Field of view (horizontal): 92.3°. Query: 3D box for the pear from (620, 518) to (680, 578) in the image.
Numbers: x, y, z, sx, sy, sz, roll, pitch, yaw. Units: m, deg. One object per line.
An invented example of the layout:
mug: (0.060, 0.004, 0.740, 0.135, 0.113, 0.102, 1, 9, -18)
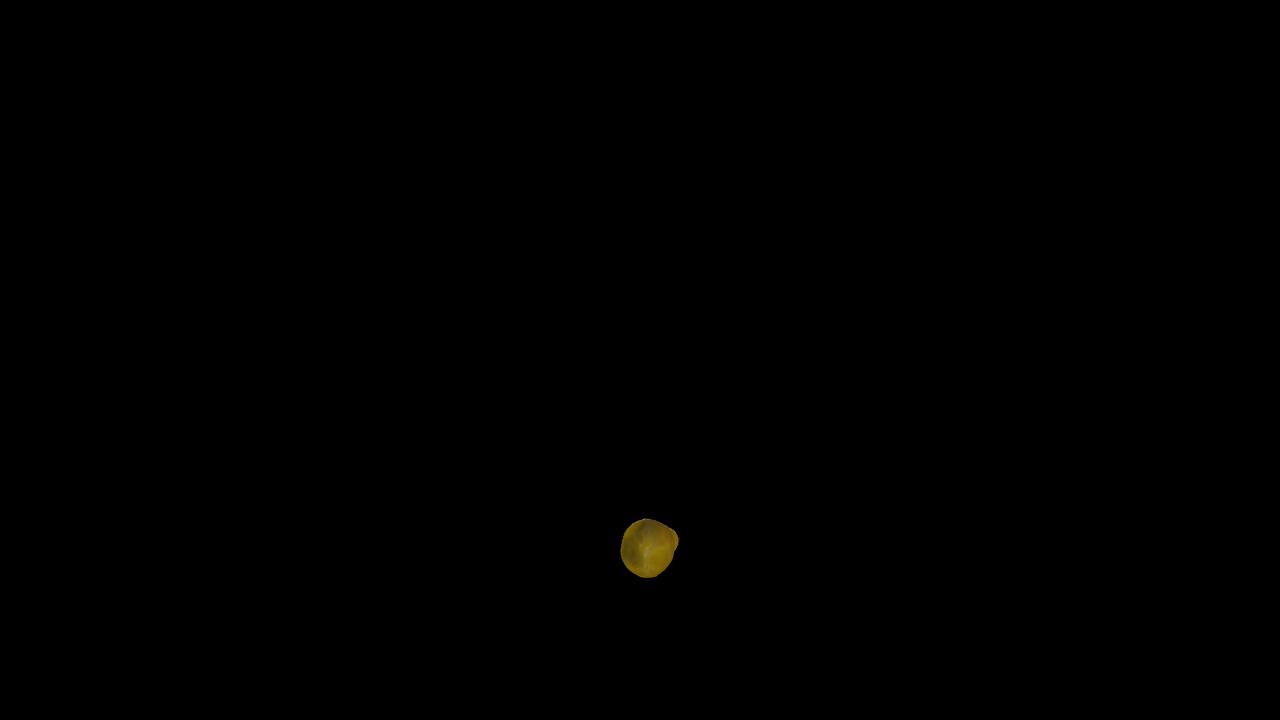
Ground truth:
pear: (0.028, 0.259, 0.872, 0.080, 0.080, 0.111, 0, 7, 45)
